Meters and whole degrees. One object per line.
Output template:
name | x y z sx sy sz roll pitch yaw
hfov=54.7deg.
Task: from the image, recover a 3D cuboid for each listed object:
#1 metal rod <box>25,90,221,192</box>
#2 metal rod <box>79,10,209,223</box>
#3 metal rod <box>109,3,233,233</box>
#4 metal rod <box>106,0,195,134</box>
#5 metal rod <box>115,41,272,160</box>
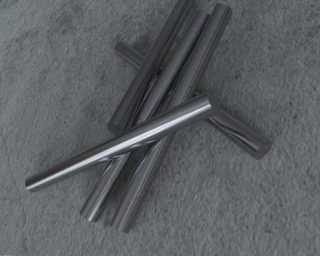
metal rod | -0.066 0.028 0.375 0.300 0.025 0.025 -24 52 30
metal rod | -0.015 -0.019 0.397 0.025 0.025 0.299 25 83 36
metal rod | 0.017 -0.018 0.377 0.025 0.025 0.299 20 81 35
metal rod | 0.002 -0.117 0.446 0.025 0.025 0.300 6 56 30
metal rod | 0.023 -0.054 0.423 0.025 0.025 0.300 -45 51 -4
